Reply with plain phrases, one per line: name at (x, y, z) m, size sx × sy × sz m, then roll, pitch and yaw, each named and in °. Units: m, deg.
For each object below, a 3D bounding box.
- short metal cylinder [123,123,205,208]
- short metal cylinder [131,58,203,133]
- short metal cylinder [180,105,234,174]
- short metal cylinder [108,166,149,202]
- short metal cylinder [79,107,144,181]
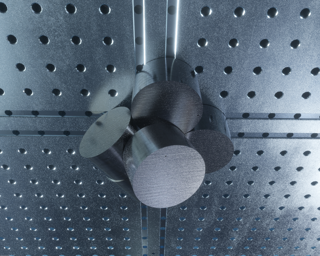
short metal cylinder at (0.003, 0.041, 0.346) m, size 0.081 × 0.050 × 0.079 m, roll -9°, pitch 119°, yaw -16°
short metal cylinder at (0.008, -0.035, 0.364) m, size 0.081 × 0.050 × 0.079 m, roll 0°, pitch 130°, yaw 0°
short metal cylinder at (0.053, 0.016, 0.408) m, size 0.081 × 0.050 × 0.079 m, roll 0°, pitch 130°, yaw 0°
short metal cylinder at (-0.027, 0.052, 0.419) m, size 0.080 × 0.080 × 0.050 m, roll -27°, pitch 125°, yaw 20°
short metal cylinder at (-0.054, 0.019, 0.391) m, size 0.080 × 0.080 × 0.050 m, roll -27°, pitch 125°, yaw 21°
